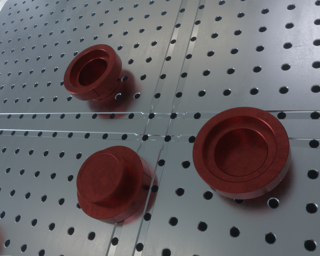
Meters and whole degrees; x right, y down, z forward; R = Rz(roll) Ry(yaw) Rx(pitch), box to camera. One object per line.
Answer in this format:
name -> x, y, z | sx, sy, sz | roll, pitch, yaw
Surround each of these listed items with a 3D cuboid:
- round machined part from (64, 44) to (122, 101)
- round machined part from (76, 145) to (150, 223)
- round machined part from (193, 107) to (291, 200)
round machined part -> -0.104, -0.085, 0.506 | 0.098, 0.042, 0.098 | -13, 56, 21
round machined part -> -0.065, 0.066, 0.392 | 0.098, 0.042, 0.098 | -13, 56, 21
round machined part -> 0.088, 0.029, 0.333 | 0.098, 0.042, 0.098 | -13, 56, 21
